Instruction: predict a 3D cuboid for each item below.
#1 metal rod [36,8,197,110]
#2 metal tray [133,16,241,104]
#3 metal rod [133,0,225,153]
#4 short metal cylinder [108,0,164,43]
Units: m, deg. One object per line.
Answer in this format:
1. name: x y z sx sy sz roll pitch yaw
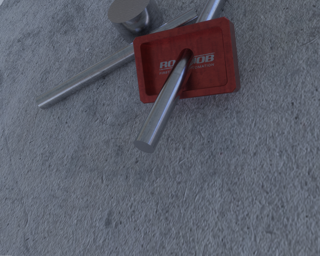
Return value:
1. metal rod: -0.075 -0.109 0.510 0.300 0.025 0.025 -27 53 11
2. metal tray: 0.033 -0.084 0.405 0.130 0.030 0.089 -5 94 25
3. metal rod: 0.039 -0.097 0.414 0.025 0.025 0.300 6 56 31
4. short metal cylinder: -0.041 -0.190 0.526 0.080 0.050 0.080 -13 56 21
